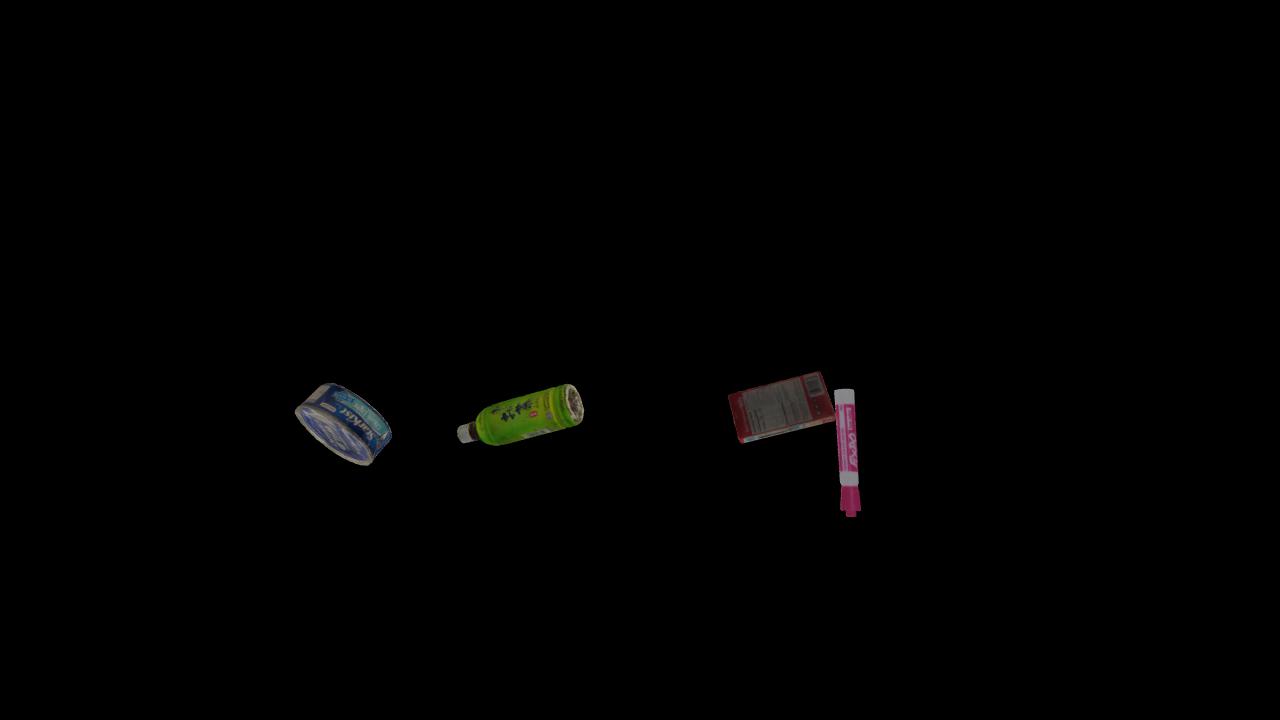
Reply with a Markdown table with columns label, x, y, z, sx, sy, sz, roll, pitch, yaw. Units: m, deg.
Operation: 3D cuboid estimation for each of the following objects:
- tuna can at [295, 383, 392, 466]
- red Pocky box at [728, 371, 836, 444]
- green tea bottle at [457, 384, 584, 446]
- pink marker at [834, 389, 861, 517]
| label | x | y | z | sx | sy | sz | roll | pitch | yaw |
| --- | --- | --- | --- | --- | --- | --- | --- | --- | --- |
| tuna can | -0.280 | 0.061 | 0.585 | 0.084 | 0.084 | 0.034 | 0 | 43 | 36 |
| red Pocky box | 0.226 | 0.076 | 0.991 | 0.155 | 0.083 | 0.028 | -15 | -29 | 10 |
| green tea bottle | -0.200 | 0.098 | 1.002 | 0.212 | 0.073 | 0.073 | -18 | -4 | 13 |
| pink marker | 0.199 | 0.088 | 0.590 | 0.020 | 0.121 | 0.020 | 1 | -12 | 0 |
